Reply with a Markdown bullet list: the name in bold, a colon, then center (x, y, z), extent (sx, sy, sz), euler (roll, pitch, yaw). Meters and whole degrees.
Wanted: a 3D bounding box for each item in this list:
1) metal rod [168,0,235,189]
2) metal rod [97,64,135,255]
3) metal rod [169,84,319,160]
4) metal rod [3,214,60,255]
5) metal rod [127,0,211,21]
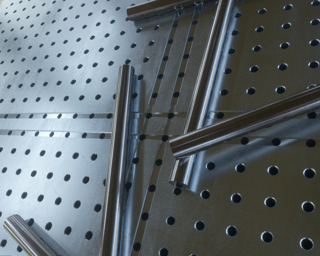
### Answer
- **metal rod**: center (0.063, -0.066, 0.414), extent (0.025, 0.025, 0.300), euler (3, 63, 29)
- **metal rod**: center (-0.055, 0.036, 0.413), extent (0.025, 0.025, 0.299), euler (-12, 57, 21)
- **metal rod**: center (0.154, -0.028, 0.327), extent (0.301, 0.025, 0.025), euler (-21, 54, 9)
- **metal rod**: center (-0.094, 0.180, 0.345), extent (0.300, 0.025, 0.025), euler (23, 74, 36)
- **metal rod**: center (0.082, -0.220, 0.498), extent (0.301, 0.025, 0.025), euler (-6, 59, 24)
